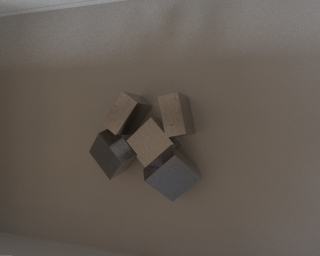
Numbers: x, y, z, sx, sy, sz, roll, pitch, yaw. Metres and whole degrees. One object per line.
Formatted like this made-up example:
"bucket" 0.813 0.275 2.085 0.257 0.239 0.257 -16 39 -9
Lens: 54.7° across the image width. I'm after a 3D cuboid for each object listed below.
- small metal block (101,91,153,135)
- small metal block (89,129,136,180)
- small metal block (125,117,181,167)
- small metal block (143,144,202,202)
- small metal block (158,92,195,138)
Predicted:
"small metal block" -0.042 -0.018 0.409 0.025 0.050 0.050 38 102 16
"small metal block" -0.065 0.034 0.418 0.050 0.025 0.050 51 138 12
"small metal block" -0.009 0.021 0.410 0.050 0.025 0.050 -44 77 14
"small metal block" 0.015 0.057 0.389 0.050 0.025 0.050 -43 114 14
"small metal block" 0.022 -0.015 0.386 0.025 0.050 0.050 -12 86 18
